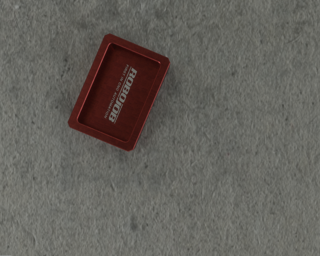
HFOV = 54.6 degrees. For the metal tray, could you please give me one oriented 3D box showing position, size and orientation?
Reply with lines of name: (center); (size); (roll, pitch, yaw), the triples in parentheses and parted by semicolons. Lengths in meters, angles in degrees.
metal tray: (-0.052, -0.045, 0.407); (0.090, 0.030, 0.130); (23, 90, 0)
